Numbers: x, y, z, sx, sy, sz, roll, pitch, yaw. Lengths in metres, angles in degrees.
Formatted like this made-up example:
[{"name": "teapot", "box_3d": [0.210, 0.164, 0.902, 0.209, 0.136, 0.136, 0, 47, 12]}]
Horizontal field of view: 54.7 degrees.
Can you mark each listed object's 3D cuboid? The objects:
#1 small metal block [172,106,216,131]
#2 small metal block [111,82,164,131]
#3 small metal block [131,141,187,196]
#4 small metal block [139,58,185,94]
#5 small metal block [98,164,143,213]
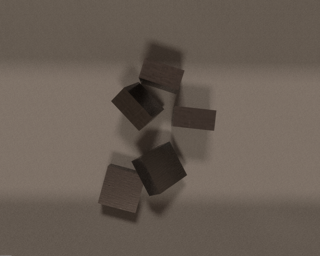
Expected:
[{"name": "small metal block", "box_3d": [0.042, -0.012, 0.400, 0.050, 0.050, 0.025, 6, 90, -1]}, {"name": "small metal block", "box_3d": [-0.027, -0.029, 0.396, 0.050, 0.050, 0.025, 47, 113, 0]}, {"name": "small metal block", "box_3d": [0.000, 0.052, 0.399, 0.050, 0.025, 0.050, -27, 90, -38]}, {"name": "small metal block", "box_3d": [0.002, -0.066, 0.399, 0.050, 0.050, 0.025, 18, 90, -1]}, {"name": "small metal block", "box_3d": [-0.049, 0.079, 0.411, 0.050, 0.025, 0.050, 15, 90, -1]}]
